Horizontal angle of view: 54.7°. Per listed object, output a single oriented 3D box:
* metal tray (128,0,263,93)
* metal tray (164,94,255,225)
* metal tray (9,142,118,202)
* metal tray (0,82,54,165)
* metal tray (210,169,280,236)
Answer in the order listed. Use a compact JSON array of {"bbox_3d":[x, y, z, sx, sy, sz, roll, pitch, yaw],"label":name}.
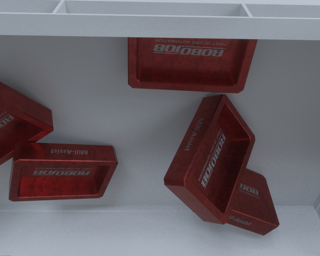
[{"bbox_3d":[0.032,-0.085,0.333,0.131,0.030,0.089,2,130,-3],"label":"metal tray"},{"bbox_3d":[0.065,0.035,0.370,0.030,0.130,0.090,-7,135,46],"label":"metal tray"},{"bbox_3d":[-0.134,0.063,0.431,0.131,0.030,0.089,4,133,-28],"label":"metal tray"},{"bbox_3d":[-0.210,0.004,0.378,0.130,0.030,0.090,-30,144,15],"label":"metal tray"},{"bbox_3d":[0.103,0.092,0.445,0.131,0.090,0.030,23,128,-19],"label":"metal tray"}]
